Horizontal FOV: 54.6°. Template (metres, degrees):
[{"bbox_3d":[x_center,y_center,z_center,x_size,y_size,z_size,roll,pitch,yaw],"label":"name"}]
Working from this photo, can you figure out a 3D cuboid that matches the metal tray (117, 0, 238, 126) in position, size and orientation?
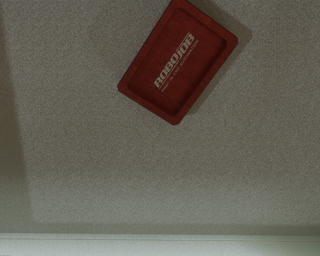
[{"bbox_3d":[0.019,-0.079,0.379,0.090,0.030,0.129,32,107,-11],"label":"metal tray"}]
